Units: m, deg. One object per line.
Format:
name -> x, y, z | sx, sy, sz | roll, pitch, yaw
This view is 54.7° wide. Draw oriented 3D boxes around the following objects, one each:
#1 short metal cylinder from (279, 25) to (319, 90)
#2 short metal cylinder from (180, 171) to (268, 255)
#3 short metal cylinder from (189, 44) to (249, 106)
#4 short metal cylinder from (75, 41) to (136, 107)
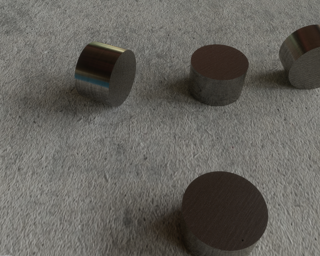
short metal cylinder -> 0.223, -0.103, 0.455 | 0.081, 0.080, 0.050 | -2, 50, -2
short metal cylinder -> 0.061, 0.091, 0.311 | 0.080, 0.050, 0.080 | 0, 50, 0
short metal cylinder -> 0.084, -0.078, 0.453 | 0.080, 0.050, 0.080 | 0, 50, 0
short metal cylinder -> -0.073, -0.074, 0.430 | 0.050, 0.080, 0.080 | 18, 52, 14
